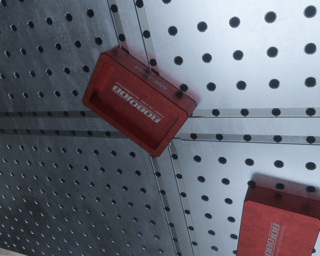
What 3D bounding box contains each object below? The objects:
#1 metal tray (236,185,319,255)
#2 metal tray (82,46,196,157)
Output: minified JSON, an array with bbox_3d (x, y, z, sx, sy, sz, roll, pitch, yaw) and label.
[{"bbox_3d":[0.155,0.145,0.416,0.090,0.030,0.129,11,123,21],"label":"metal tray"},{"bbox_3d":[-0.031,-0.032,0.402,0.130,0.030,0.089,36,129,3],"label":"metal tray"}]
